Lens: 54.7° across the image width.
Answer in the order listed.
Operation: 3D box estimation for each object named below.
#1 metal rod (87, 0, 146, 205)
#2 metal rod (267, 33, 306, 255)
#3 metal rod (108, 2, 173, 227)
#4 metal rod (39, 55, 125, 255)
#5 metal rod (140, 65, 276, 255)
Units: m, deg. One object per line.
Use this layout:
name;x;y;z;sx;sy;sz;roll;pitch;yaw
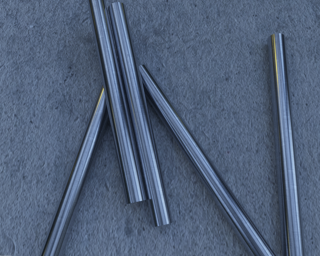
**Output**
metal rod;-0.060;-0.054;0.401;0.025;0.025;0.299;-12;76;-5
metal rod;0.163;0.008;0.407;0.025;0.025;0.299;3;70;1
metal rod;-0.029;-0.027;0.401;0.025;0.025;0.299;-12;77;-5
metal rod;-0.088;0.012;0.402;0.025;0.025;0.299;14;70;4
metal rod;0.049;0.039;0.394;0.025;0.025;0.299;-30;73;-11
